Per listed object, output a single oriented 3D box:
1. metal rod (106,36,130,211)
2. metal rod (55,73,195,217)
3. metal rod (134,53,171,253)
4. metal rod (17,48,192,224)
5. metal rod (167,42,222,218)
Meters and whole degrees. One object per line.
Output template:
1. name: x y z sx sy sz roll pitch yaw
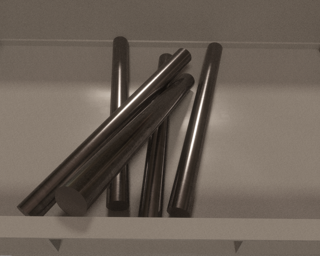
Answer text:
1. metal rod: -0.056 -0.031 0.429 0.025 0.025 0.300 -3 50 -3
2. metal rod: -0.010 -0.010 0.339 0.025 0.025 0.301 17 29 13
3. metal rod: -0.001 0.005 0.401 0.025 0.025 0.300 4 50 3
4. metal rod: -0.046 -0.012 0.380 0.025 0.025 0.301 27 55 20
5. metal rod: 0.056 -0.021 0.423 0.025 0.025 0.300 11 51 9
